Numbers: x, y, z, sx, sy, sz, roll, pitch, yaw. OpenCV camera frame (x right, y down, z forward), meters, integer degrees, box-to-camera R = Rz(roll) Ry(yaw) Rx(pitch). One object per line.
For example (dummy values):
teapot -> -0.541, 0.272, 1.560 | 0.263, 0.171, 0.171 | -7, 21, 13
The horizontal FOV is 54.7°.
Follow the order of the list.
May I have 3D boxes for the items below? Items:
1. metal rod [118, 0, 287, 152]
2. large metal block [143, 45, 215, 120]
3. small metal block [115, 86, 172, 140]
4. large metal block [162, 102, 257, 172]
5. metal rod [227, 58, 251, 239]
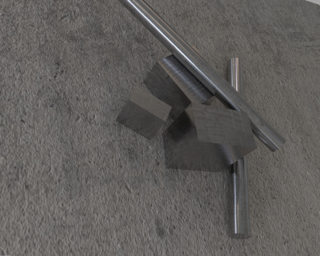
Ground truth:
metal rod -> 0.052, -0.083, 0.417 | 0.300, 0.025, 0.025 | 45, 51, 3
large metal block -> 0.038, -0.063, 0.446 | 0.081, 0.050, 0.080 | -32, 80, -38
small metal block -> -0.021, -0.018, 0.387 | 0.050, 0.050, 0.025 | 31, 52, -9
large metal block -> 0.058, 0.016, 0.390 | 0.081, 0.080, 0.050 | 8, 59, -24
metal rod -> 0.114, 0.008, 0.459 | 0.025, 0.025, 0.300 | 20, 54, -17
